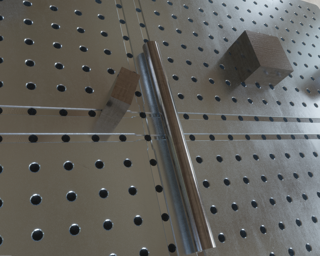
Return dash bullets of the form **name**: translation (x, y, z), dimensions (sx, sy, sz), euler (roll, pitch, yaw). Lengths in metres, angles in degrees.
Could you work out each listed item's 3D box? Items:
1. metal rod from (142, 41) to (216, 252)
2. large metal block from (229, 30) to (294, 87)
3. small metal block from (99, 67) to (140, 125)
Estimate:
- **metal rod**: translation (0.018, 0.006, 0.413), dimensions (0.025, 0.025, 0.299), euler (0, 62, -28)
- **large metal block**: translation (0.184, -0.126, 0.568), dimensions (0.081, 0.050, 0.080), euler (1, 61, -28)
- **small metal block**: translation (-0.051, -0.039, 0.389), dimensions (0.025, 0.050, 0.050), euler (24, 53, -14)
